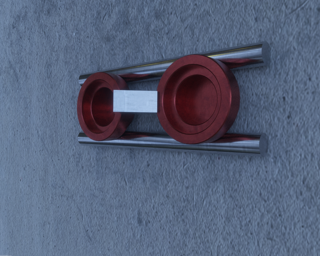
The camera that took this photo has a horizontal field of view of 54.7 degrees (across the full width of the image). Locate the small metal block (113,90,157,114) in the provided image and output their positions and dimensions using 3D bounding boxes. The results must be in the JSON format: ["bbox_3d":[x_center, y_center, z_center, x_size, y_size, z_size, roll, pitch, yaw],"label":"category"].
[{"bbox_3d":[-0.031,-0.031,0.382,0.050,0.050,0.025,178,93,-83],"label":"small metal block"}]

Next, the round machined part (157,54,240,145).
[{"bbox_3d":[0.046,-0.031,0.351,0.098,0.042,0.097,0,90,40],"label":"round machined part"}]

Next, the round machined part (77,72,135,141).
[{"bbox_3d":[-0.074,-0.030,0.451,0.098,0.042,0.097,0,90,40],"label":"round machined part"}]

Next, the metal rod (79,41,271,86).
[{"bbox_3d":[-0.007,-0.077,0.412,0.300,0.025,0.025,0,90,40],"label":"metal rod"}]

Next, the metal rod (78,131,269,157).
[{"bbox_3d":[-0.009,0.017,0.413,0.300,0.025,0.025,0,90,40],"label":"metal rod"}]
